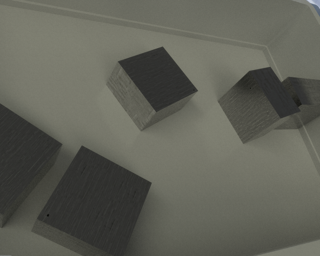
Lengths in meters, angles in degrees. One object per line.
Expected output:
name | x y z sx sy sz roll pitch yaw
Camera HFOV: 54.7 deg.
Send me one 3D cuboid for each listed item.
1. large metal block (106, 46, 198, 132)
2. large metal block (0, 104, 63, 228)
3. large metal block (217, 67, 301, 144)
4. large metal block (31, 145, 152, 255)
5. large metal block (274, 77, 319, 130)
large metal block | -0.011 -0.054 0.417 0.081 0.050 0.080 -29 78 -38
large metal block | -0.153 0.032 0.288 0.080 0.050 0.080 35 51 -5
large metal block | 0.147 -0.034 0.470 0.050 0.080 0.080 -16 70 -34
large metal block | -0.066 0.077 0.307 0.080 0.050 0.080 30 52 -9
large metal block | 0.220 -0.038 0.511 0.081 0.080 0.050 0 62 -29
